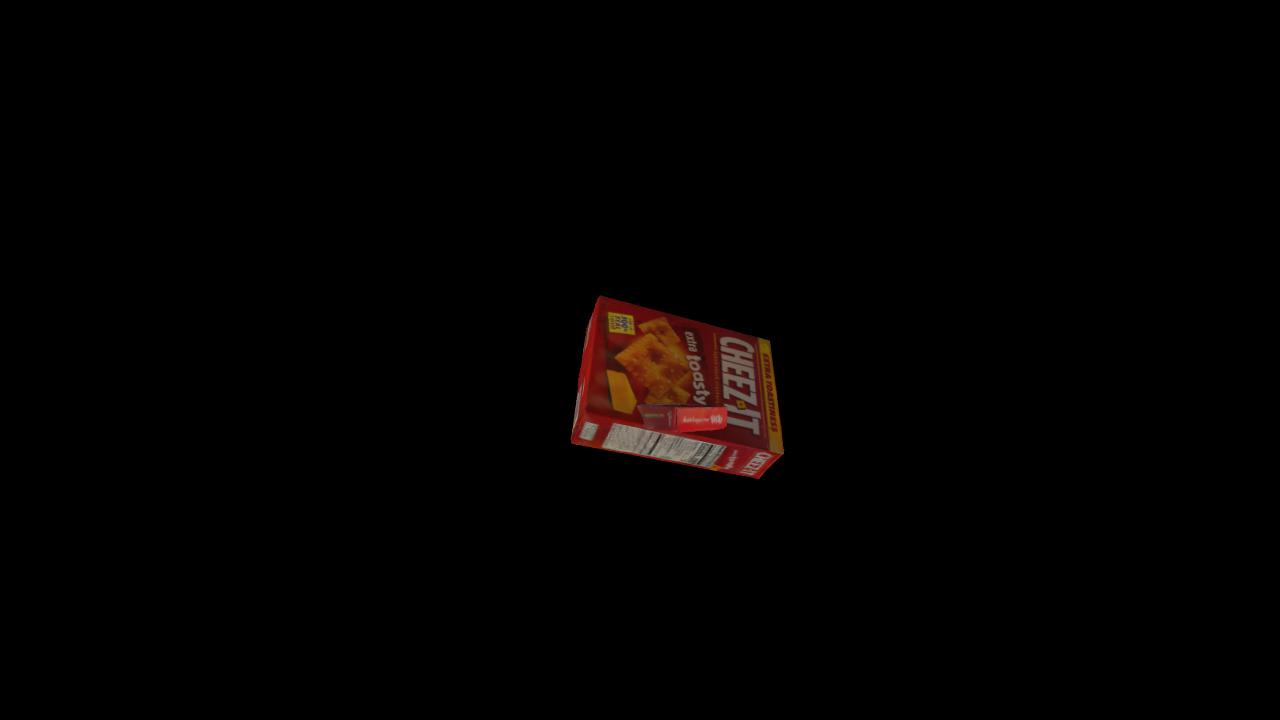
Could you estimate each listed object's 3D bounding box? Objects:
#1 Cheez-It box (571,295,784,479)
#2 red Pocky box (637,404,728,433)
[{"bbox_3d":[0.043,0.031,0.697,0.223,0.166,0.071,14,-40,-12],"label":"Cheez-It box"},{"bbox_3d":[0.009,0.060,0.667,0.083,0.028,0.155,5,-5,-45],"label":"red Pocky box"}]
